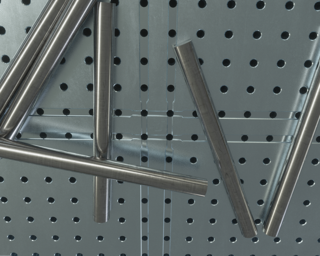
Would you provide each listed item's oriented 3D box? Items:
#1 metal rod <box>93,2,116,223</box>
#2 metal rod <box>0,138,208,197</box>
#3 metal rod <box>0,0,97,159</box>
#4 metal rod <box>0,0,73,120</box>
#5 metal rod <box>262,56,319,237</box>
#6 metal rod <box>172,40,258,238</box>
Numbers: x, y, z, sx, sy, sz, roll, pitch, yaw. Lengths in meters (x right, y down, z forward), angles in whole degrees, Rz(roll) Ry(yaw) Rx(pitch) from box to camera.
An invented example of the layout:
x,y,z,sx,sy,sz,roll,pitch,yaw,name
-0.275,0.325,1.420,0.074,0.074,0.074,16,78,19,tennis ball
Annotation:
x,y,z,sx,sy,sz,roll,pitch,yaw,name
-0.076,-0.006,0.410,0.025,0.025,0.298,4,110,-2,metal rod
-0.087,0.049,0.402,0.302,0.025,0.025,12,110,-5,metal rod
-0.138,-0.076,0.374,0.025,0.025,0.299,34,110,-12,metal rod
-0.150,-0.102,0.374,0.025,0.025,0.299,36,106,-12,metal rod
0.192,0.019,0.421,0.025,0.025,0.298,9,110,-3,metal rod
0.082,0.028,0.424,0.025,0.025,0.299,-20,109,7,metal rod
